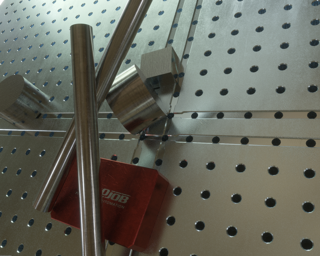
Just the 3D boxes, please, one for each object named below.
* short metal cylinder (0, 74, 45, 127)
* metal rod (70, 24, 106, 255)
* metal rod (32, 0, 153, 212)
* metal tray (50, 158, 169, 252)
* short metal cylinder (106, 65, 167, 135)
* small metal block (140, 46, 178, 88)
[{"bbox_3d":[-0.255,-0.049,0.553,0.080,0.050,0.080,-13,56,20],"label":"short metal cylinder"},{"bbox_3d":[-0.078,0.035,0.339,0.025,0.025,0.298,-6,85,24],"label":"metal rod"},{"bbox_3d":[-0.080,-0.034,0.371,0.025,0.025,0.299,31,97,37],"label":"metal rod"},{"bbox_3d":[-0.064,0.087,0.384,0.130,0.030,0.090,8,65,31],"label":"metal tray"},{"bbox_3d":[-0.032,-0.037,0.411,0.050,0.080,0.080,-32,52,8],"label":"short metal cylinder"},{"bbox_3d":[-0.001,-0.089,0.462,0.050,0.025,0.050,-10,57,22],"label":"small metal block"}]
